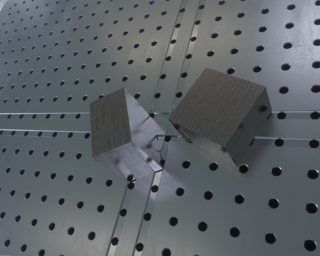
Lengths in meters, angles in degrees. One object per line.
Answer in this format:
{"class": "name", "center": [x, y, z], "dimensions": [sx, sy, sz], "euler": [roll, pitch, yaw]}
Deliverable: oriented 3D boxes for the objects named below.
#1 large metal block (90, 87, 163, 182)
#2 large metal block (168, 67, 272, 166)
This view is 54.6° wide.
{"class": "large metal block", "center": [-0.042, 0.010, 0.390], "dimensions": [0.050, 0.080, 0.080], "euler": [-23, 53, 15]}
{"class": "large metal block", "center": [0.071, -0.015, 0.365], "dimensions": [0.080, 0.050, 0.080], "euler": [28, 77, 37]}
